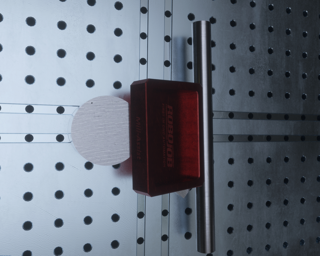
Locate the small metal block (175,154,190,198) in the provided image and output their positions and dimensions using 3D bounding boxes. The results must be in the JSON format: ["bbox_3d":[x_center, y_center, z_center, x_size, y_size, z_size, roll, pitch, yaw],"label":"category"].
[{"bbox_3d":[0.024,0.059,0.422,0.050,0.025,0.050,41,77,-16],"label":"small metal block"}]

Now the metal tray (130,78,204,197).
[{"bbox_3d":[0.011,0.010,0.373,0.091,0.030,0.129,-2,91,-40],"label":"metal tray"}]

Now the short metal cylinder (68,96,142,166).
[{"bbox_3d":[-0.068,0.003,0.374,0.081,0.050,0.079,0,90,-21],"label":"short metal cylinder"}]

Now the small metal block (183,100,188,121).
[{"bbox_3d":[0.033,-0.029,0.426,0.050,0.025,0.050,-16,96,-20],"label":"small metal block"}]

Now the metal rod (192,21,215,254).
[{"bbox_3d":[0.057,0.012,0.408,0.025,0.025,0.298,-1,91,-20],"label":"metal rod"}]
